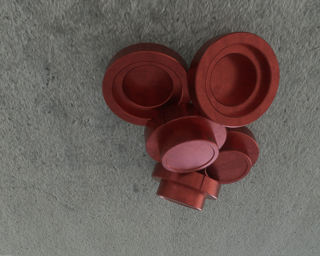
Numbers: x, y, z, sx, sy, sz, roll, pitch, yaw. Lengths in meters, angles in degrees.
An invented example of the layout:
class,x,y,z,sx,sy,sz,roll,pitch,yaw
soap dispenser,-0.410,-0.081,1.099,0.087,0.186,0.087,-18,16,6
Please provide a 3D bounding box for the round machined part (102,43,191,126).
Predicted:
class,x,y,z,sx,sy,sz,roll,pitch,yaw
round machined part,-0.014,-0.052,0.353,0.099,0.042,0.097,-1,130,0

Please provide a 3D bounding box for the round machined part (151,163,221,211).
class,x,y,z,sx,sy,sz,roll,pitch,yaw
round machined part,0.033,0.086,0.438,0.098,0.042,0.098,18,165,6

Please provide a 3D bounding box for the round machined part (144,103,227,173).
class,x,y,z,sx,sy,sz,roll,pitch,yaw
round machined part,0.032,0.019,0.371,0.099,0.042,0.097,-7,141,-5

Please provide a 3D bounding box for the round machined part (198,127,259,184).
class,x,y,z,sx,sy,sz,roll,pitch,yaw
round machined part,0.089,0.042,0.434,0.099,0.042,0.097,-1,130,0

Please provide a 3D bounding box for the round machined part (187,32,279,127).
class,x,y,z,sx,sy,sz,roll,pitch,yaw
round machined part,0.075,-0.053,0.336,0.099,0.042,0.097,-5,105,-17
